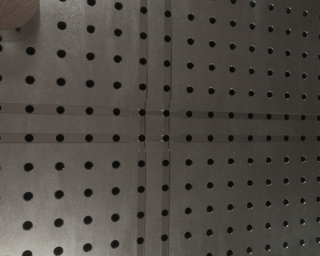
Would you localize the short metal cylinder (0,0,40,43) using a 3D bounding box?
[{"bbox_3d":[-0.173,-0.138,0.335,0.081,0.050,0.079,0,90,-21],"label":"short metal cylinder"}]
